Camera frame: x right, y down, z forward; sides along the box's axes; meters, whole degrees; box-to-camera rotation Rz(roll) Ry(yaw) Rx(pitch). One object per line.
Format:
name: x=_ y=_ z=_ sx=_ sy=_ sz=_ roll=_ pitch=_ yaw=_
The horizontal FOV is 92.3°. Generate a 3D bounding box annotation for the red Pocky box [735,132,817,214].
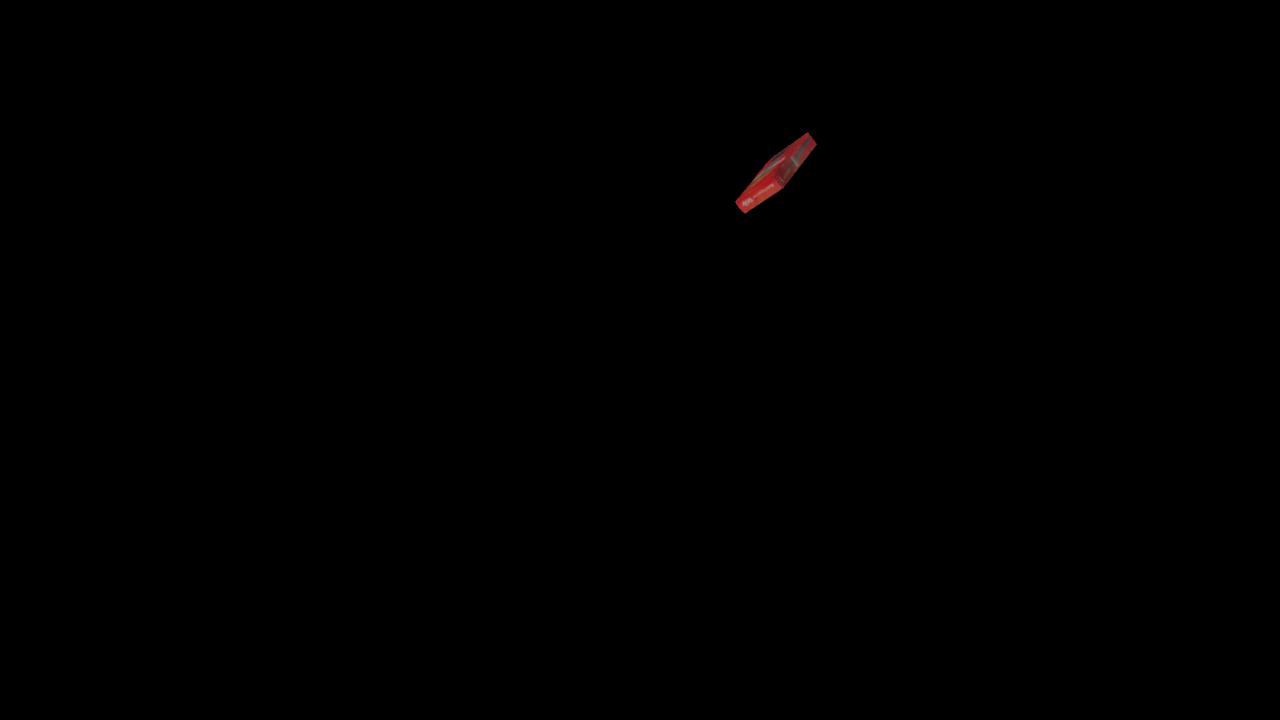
red Pocky box: x=0.211 y=-0.290 z=0.948 sx=0.083 sy=0.028 sz=0.155 roll=-25 pitch=21 yaw=49
